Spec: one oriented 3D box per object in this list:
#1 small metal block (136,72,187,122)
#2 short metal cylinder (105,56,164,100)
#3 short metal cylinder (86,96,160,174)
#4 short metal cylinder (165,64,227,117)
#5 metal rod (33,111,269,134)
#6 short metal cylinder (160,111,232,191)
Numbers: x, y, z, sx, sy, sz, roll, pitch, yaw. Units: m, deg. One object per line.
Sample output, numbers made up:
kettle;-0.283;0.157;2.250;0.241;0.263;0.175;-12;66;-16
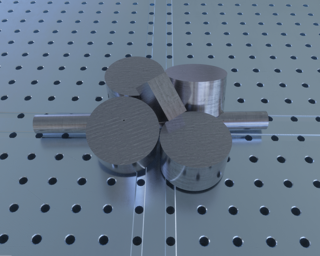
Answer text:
small metal block;0.000;-0.035;0.370;0.025;0.050;0.050;-32;99;-17
short metal cylinder;-0.033;-0.055;0.432;0.081;0.050;0.080;0;50;0
short metal cylinder;-0.041;0.010;0.362;0.081;0.050;0.080;0;70;-1
short metal cylinder;0.047;-0.050;0.412;0.081;0.050;0.080;0;27;0
metal rod;-0.011;-0.008;0.409;0.302;0.025;0.025;-1;50;-1
short metal cylinder;0.040;0.026;0.364;0.081;0.050;0.080;0;50;0
